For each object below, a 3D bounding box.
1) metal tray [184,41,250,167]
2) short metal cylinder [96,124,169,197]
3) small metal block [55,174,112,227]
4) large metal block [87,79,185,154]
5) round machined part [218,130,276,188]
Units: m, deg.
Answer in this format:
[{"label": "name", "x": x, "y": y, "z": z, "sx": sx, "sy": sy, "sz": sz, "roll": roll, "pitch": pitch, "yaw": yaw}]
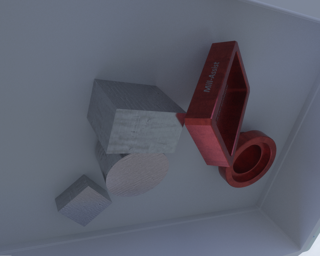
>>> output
[{"label": "metal tray", "x": 0.075, "y": -0.030, "z": 0.376, "sx": 0.090, "sy": 0.030, "sz": 0.130, "roll": 58, "pitch": 44, "yaw": -44}, {"label": "short metal cylinder", "x": -0.036, "y": 0.042, "z": 0.393, "sx": 0.081, "sy": 0.050, "sz": 0.079, "roll": -15, "pitch": 133, "yaw": -17}, {"label": "small metal block", "x": -0.102, "y": 0.098, "z": 0.415, "sx": 0.050, "sy": 0.025, "sz": 0.050, "roll": -41, "pitch": 130, "yaw": -1}, {"label": "large metal block", "x": -0.029, "y": -0.014, "z": 0.350, "sx": 0.081, "sy": 0.080, "sz": 0.050, "roll": 2, "pitch": 117, "yaw": -30}, {"label": "round machined part", "x": 0.136, "y": 0.046, "z": 0.503, "sx": 0.099, "sy": 0.042, "sz": 0.097, "roll": -14, "pitch": 125, "yaw": -21}]
